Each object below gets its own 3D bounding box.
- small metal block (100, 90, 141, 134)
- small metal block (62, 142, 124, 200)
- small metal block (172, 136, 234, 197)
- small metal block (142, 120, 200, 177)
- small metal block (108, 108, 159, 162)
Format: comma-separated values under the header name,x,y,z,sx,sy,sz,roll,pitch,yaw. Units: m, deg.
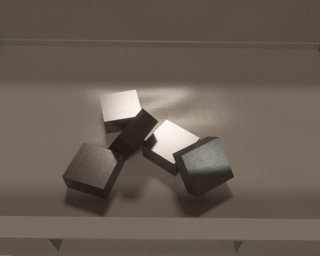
name,x,y,z,sx,sy,sz,roll,pitch,yaw
small metal block,-0.053,-0.023,0.424,0.050,0.025,0.050,-10,51,-9
small metal block,-0.077,0.049,0.363,0.050,0.025,0.050,15,52,11
small metal block,0.049,0.043,0.352,0.050,0.025,0.050,-24,98,-19
small metal block,0.014,0.024,0.385,0.050,0.025,0.050,30,56,22
small metal block,-0.034,0.010,0.376,0.025,0.050,0.050,41,55,-5
